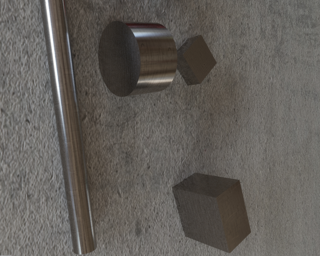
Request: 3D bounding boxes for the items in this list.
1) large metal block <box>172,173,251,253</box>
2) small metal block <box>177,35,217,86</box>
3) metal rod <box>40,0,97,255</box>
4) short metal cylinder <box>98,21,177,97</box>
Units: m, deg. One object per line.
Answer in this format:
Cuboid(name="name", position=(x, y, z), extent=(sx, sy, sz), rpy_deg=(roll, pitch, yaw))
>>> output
Cuboid(name="large metal block", position=(0.071, 0.114, 0.431), extent=(0.050, 0.080, 0.080), rpy_deg=(-25, 106, -38))
Cuboid(name="small metal block", position=(0.050, -0.098, 0.449), extent=(0.050, 0.025, 0.050), rpy_deg=(-51, 120, -28))
Cuboid(name="metal rod", position=(-0.097, -0.016, 0.324), extent=(0.025, 0.025, 0.298), rpy_deg=(-10, 97, -40))
Cuboid(name="short metal cylinder", position=(-0.027, -0.078, 0.348), extent=(0.050, 0.080, 0.079), rpy_deg=(-14, 99, -40))
